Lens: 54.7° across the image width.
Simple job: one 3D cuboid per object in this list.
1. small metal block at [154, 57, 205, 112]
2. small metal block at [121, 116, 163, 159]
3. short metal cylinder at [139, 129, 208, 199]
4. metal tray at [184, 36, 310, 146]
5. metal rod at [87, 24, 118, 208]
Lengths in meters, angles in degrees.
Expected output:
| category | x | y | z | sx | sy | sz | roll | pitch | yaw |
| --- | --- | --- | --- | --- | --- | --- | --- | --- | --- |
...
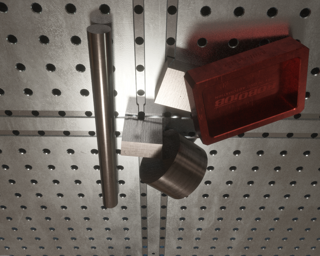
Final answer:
| category | x | y | z | sx | sy | sz | roll | pitch | yaw |
| --- | --- | --- | --- | --- | --- | --- | --- | --- | --- |
| small metal block | 0.025 | -0.051 | 0.369 | 0.050 | 0.025 | 0.050 | 13 | 129 | -12 |
| small metal block | -0.023 | 0.011 | 0.405 | 0.050 | 0.050 | 0.025 | 5 | 130 | -5 |
| short metal cylinder | 0.017 | 0.049 | 0.417 | 0.050 | 0.080 | 0.080 | 34 | 122 | -26 |
| metal tray | 0.100 | -0.040 | 0.355 | 0.131 | 0.030 | 0.090 | -19 | 129 | -3 |
| metal rod | -0.073 | 0.010 | 0.418 | 0.025 | 0.025 | 0.298 | 2 | 130 | -3 |
